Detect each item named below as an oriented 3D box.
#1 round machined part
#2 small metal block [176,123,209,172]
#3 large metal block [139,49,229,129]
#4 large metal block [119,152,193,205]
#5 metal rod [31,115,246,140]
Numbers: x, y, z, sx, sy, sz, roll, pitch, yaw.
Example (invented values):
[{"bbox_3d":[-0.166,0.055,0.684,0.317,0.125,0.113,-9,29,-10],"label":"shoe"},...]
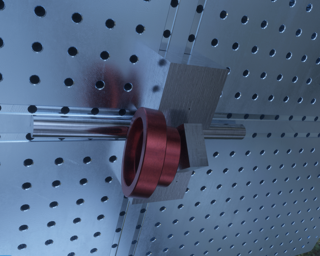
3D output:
[{"bbox_3d":[-0.009,0.029,0.339,0.042,0.098,0.097,11,114,-17],"label":"round machined part"},{"bbox_3d":[0.029,0.025,0.370,0.025,0.050,0.050,1,74,-29],"label":"small metal block"},{"bbox_3d":[0.027,-0.046,0.381,0.081,0.050,0.079,0,118,-29],"label":"large metal block"},{"bbox_3d":[-0.003,0.054,0.427,0.081,0.050,0.079,1,118,-29],"label":"large metal block"},{"bbox_3d":[-0.007,0.002,0.409,0.303,0.025,0.025,2,118,-29],"label":"metal rod"}]
